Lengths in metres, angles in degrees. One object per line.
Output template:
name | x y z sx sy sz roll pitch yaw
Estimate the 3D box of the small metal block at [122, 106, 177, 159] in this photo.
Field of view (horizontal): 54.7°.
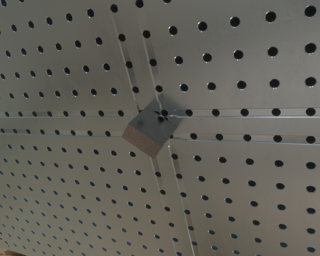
small metal block | -0.013 0.005 0.403 0.050 0.050 0.025 35 129 5
